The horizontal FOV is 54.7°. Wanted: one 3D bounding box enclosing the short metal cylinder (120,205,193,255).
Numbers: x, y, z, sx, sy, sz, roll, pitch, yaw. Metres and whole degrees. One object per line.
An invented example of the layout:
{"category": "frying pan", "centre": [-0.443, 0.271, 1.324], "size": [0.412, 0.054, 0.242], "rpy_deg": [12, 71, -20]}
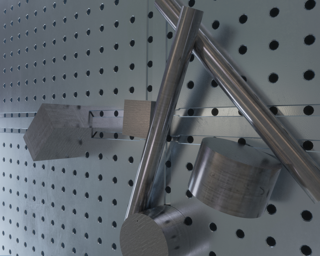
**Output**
{"category": "short metal cylinder", "centre": [-0.005, 0.144, 0.397], "size": [0.080, 0.050, 0.079], "rpy_deg": [1, 91, 39]}

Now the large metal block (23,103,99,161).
{"category": "large metal block", "centre": [-0.162, 0.007, 0.507], "size": [0.080, 0.081, 0.050], "rpy_deg": [-49, 61, 29]}

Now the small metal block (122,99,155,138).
{"category": "small metal block", "centre": [-0.024, -0.013, 0.429], "size": [0.050, 0.025, 0.050], "rpy_deg": [8, 95, 39]}

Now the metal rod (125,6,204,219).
{"category": "metal rod", "centre": [-0.002, 0.003, 0.391], "size": [0.025, 0.025, 0.298], "rpy_deg": [31, 115, 35]}

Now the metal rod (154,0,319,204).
{"category": "metal rod", "centre": [0.078, -0.052, 0.344], "size": [0.025, 0.025, 0.299], "rpy_deg": [-48, 62, 29]}

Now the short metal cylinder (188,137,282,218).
{"category": "short metal cylinder", "centre": [0.074, 0.047, 0.312], "size": [0.080, 0.081, 0.050], "rpy_deg": [26, 106, 37]}
